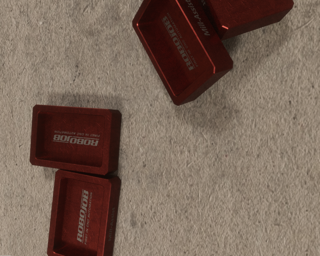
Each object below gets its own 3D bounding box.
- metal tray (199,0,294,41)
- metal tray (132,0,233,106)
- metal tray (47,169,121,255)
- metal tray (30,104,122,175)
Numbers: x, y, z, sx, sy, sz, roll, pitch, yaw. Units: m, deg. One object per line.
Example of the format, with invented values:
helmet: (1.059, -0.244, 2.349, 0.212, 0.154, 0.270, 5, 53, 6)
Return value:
metal tray: (0.083, -0.175, 0.356, 0.091, 0.030, 0.129, -21, 82, -10)
metal tray: (0.021, -0.103, 0.371, 0.130, 0.030, 0.090, 63, 147, 9)
metal tray: (-0.109, 0.128, 0.443, 0.090, 0.030, 0.129, 8, 93, 19)
metal tray: (-0.124, 0.015, 0.448, 0.130, 0.030, 0.089, 5, 92, 19)
